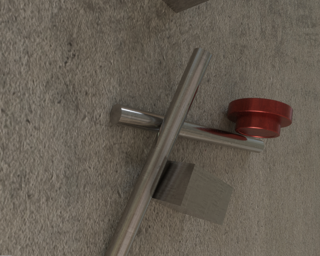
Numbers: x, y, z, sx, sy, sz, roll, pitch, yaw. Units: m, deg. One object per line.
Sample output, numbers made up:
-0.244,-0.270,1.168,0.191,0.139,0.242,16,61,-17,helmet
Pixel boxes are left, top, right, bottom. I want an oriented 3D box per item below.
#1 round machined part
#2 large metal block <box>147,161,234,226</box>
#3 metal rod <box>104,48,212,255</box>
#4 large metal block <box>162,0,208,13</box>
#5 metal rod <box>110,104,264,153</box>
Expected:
0.156,-0.011,0.490,0.099,0.098,0.042,20,75,-39,round machined part
0.033,0.081,0.399,0.080,0.080,0.050,34,69,-35,large metal block
-0.004,0.039,0.378,0.025,0.025,0.299,30,79,-37,metal rod
0.029,-0.203,0.395,0.080,0.080,0.050,31,71,-36,large metal block
0.062,0.008,0.458,0.302,0.025,0.025,12,82,-40,metal rod
